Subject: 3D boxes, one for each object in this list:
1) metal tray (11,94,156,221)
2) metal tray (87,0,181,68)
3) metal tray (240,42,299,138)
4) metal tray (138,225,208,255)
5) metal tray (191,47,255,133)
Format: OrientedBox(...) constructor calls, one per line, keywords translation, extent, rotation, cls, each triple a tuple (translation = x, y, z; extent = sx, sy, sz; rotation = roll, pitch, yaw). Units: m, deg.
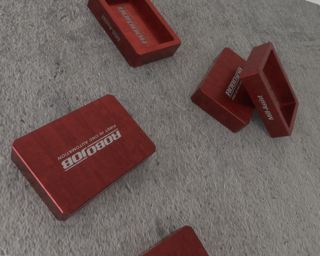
OrientedBox(translation=(-0.079, 0.026, 0.342), extent=(0.131, 0.030, 0.090), rotation=(-34, 81, -38), cls="metal tray")
OrientedBox(translation=(-0.039, -0.161, 0.477), extent=(0.091, 0.030, 0.130), rotation=(-27, 76, -37), cls="metal tray")
OrientedBox(translation=(0.179, -0.059, 0.497), extent=(0.130, 0.030, 0.090), rotation=(54, 47, -24), cls="metal tray")
OrientedBox(translation=(0.000, 0.167, 0.299), extent=(0.131, 0.030, 0.090), rotation=(-22, 74, -36), cls="metal tray")
OrientedBox(translation=(0.115, -0.065, 0.502), extent=(0.090, 0.030, 0.130), rotation=(37, 51, -4), cls="metal tray")
